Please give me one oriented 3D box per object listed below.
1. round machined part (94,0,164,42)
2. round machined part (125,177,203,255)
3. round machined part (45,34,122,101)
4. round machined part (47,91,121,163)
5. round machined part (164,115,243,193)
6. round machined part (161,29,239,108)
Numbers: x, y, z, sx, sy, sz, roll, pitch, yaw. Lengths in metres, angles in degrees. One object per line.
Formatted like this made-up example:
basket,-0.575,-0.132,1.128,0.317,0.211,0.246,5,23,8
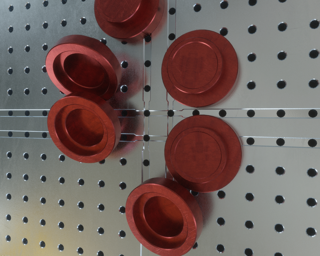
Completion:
round machined part,-0.047,-0.170,0.421,0.098,0.042,0.097,0,90,20
round machined part,0.008,0.107,0.392,0.098,0.042,0.097,9,108,27
round machined part,-0.099,-0.083,0.421,0.098,0.042,0.097,8,137,8
round machined part,-0.100,-0.004,0.427,0.098,0.042,0.097,6,115,13
round machined part,0.051,0.032,0.386,0.098,0.042,0.097,0,90,20
round machined part,0.047,-0.075,0.387,0.098,0.042,0.097,0,90,20
